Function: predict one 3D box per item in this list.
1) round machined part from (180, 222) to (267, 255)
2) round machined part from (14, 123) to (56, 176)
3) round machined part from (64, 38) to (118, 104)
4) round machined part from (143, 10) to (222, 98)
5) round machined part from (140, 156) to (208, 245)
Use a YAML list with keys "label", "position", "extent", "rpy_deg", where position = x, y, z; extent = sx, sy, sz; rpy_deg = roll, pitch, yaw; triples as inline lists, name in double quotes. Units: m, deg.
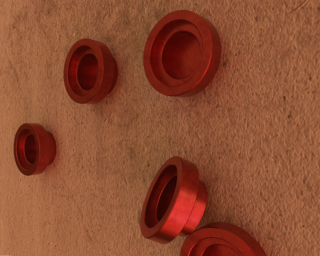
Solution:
- label: "round machined part"
  position: [0.073, 0.150, 0.332]
  extent: [0.098, 0.042, 0.097]
  rpy_deg: [1, 92, 38]
- label: "round machined part"
  position: [-0.234, 0.039, 0.587]
  extent: [0.098, 0.042, 0.097]
  rpy_deg: [0, 90, 40]
- label: "round machined part"
  position: [-0.103, -0.085, 0.479]
  extent: [0.098, 0.042, 0.097]
  rpy_deg: [0, 90, 40]
- label: "round machined part"
  position: [0.030, -0.085, 0.369]
  extent: [0.098, 0.042, 0.097]
  rpy_deg: [0, 90, 40]
- label: "round machined part"
  position: [0.019, 0.085, 0.357]
  extent: [0.097, 0.042, 0.098]
  rpy_deg: [-56, 17, 27]
